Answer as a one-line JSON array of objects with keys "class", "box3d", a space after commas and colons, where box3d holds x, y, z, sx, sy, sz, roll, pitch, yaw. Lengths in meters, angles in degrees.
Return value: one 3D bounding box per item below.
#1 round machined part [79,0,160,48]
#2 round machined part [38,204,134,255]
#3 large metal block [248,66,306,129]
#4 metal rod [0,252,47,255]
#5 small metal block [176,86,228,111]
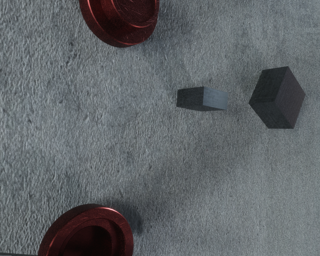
[{"class": "round machined part", "box3d": [-0.040, -0.147, 0.360, 0.099, 0.042, 0.097, 0, 90, -40]}, {"class": "round machined part", "box3d": [-0.080, 0.129, 0.327, 0.099, 0.042, 0.097, 0, 90, -40]}, {"class": "large metal block", "box3d": [0.217, -0.054, 0.571, 0.080, 0.050, 0.080, 42, 65, -32]}, {"class": "metal rod", "box3d": [-0.055, 0.143, 0.304, 0.302, 0.025, 0.025, 24, 75, -38]}, {"class": "small metal block", "box3d": [0.060, -0.040, 0.438, 0.050, 0.050, 0.025, 7, 86, -40]}]
